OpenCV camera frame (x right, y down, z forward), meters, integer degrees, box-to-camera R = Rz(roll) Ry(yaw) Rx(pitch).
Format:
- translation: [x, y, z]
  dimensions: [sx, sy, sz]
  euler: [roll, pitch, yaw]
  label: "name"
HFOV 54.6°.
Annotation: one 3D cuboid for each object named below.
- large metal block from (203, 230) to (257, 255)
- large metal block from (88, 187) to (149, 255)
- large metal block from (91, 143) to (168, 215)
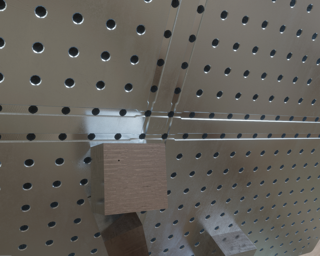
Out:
- translation: [0.138, 0.262, 0.631]
  dimensions: [0.081, 0.050, 0.079]
  euler: [1, 118, -29]
  label: "large metal block"
- translation: [-0.057, 0.141, 0.431]
  dimensions: [0.050, 0.080, 0.080]
  euler: [-20, 127, -17]
  label: "large metal block"
- translation: [-0.039, 0.061, 0.386]
  dimensions: [0.081, 0.050, 0.080]
  euler: [2, 80, -29]
  label: "large metal block"
